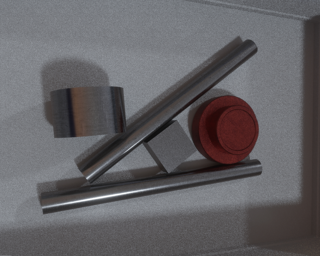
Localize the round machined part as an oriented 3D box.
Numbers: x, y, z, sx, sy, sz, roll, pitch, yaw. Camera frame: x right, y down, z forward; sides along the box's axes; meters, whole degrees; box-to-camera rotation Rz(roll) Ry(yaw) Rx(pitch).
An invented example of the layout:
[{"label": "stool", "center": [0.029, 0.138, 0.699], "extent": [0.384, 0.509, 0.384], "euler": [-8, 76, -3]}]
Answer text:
[{"label": "round machined part", "center": [0.099, 0.002, 0.436], "extent": [0.099, 0.042, 0.097], "euler": [0, 90, -21]}]

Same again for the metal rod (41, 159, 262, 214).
[{"label": "metal rod", "center": [0.004, 0.073, 0.412], "extent": [0.303, 0.025, 0.025], "euler": [-6, 92, -20]}]

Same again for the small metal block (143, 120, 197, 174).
[{"label": "small metal block", "center": [0.013, 0.024, 0.414], "extent": [0.050, 0.025, 0.050], "euler": [-37, 102, -16]}]

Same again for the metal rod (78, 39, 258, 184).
[{"label": "metal rod", "center": [0.022, -0.031, 0.418], "extent": [0.301, 0.025, 0.025], "euler": [-38, 103, -16]}]

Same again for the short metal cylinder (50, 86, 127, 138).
[{"label": "short metal cylinder", "center": [-0.080, -0.018, 0.351], "extent": [0.081, 0.080, 0.050], "euler": [-5, 92, -20]}]
